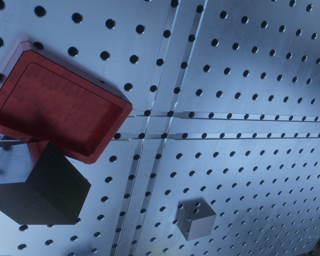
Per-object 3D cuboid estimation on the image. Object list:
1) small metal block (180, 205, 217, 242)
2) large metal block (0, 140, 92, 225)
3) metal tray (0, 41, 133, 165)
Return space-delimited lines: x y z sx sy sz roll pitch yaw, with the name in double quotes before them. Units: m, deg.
"small metal block" 0.068 0.170 0.553 0.050 0.025 0.050 -6 121 -26
"large metal block" -0.136 0.062 0.334 0.080 0.050 0.080 -8 133 24
"metal tray" -0.106 -0.021 0.336 0.131 0.030 0.090 28 103 -38
